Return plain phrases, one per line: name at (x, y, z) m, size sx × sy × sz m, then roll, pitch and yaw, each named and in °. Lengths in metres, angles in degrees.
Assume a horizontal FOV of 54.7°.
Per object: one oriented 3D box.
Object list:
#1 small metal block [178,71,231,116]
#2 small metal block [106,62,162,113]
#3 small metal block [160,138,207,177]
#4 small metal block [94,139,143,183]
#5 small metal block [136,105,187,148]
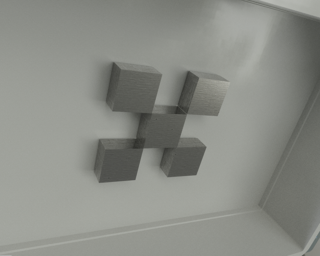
small metal block at (0.058, -0.045, 0.409) m, size 0.050 × 0.025 × 0.050 m, roll 2°, pitch 117°, yaw -30°
small metal block at (-0.031, -0.046, 0.361) m, size 0.050 × 0.025 × 0.050 m, roll 1°, pitch 118°, yaw -29°
small metal block at (0.033, 0.042, 0.450) m, size 0.050 × 0.025 × 0.050 m, roll 1°, pitch 118°, yaw -29°
small metal block at (-0.054, 0.042, 0.402) m, size 0.050 × 0.025 × 0.050 m, roll 1°, pitch 118°, yaw -29°
small metal block at (0.002, -0.002, 0.405) m, size 0.050 × 0.025 × 0.050 m, roll 0°, pitch 118°, yaw -29°
